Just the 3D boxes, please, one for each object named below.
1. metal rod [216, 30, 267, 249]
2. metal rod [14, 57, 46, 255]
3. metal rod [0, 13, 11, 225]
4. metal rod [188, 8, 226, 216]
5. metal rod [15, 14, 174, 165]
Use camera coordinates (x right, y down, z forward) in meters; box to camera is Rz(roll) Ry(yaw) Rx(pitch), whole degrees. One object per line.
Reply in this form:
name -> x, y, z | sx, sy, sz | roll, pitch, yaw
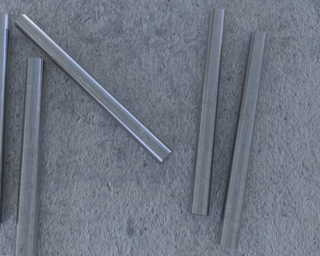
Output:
metal rod -> 0.111, 0.000, 0.408 | 0.025, 0.025, 0.299 | 12, 70, 4
metal rod -> -0.162, 0.046, 0.389 | 0.025, 0.025, 0.299 | -5, 70, -2
metal rod -> -0.217, -0.025, 0.415 | 0.025, 0.025, 0.299 | -7, 70, -3
metal rod -> 0.067, -0.035, 0.421 | 0.025, 0.025, 0.299 | 8, 70, 3
metal rod -> -0.099, -0.061, 0.429 | 0.300, 0.025, 0.025 | 43, 75, 14
